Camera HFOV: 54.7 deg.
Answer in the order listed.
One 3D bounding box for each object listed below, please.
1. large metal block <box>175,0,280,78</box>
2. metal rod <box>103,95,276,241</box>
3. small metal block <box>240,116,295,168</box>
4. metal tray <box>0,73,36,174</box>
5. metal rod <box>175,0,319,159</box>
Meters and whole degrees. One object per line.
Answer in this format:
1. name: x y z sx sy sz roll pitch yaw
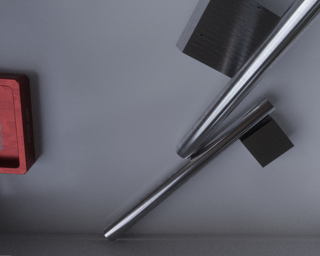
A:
1. large metal block: 0.075 -0.109 0.355 0.080 0.050 0.080 24 108 -15
2. metal rod: 0.033 0.064 0.435 0.300 0.025 0.025 -42 105 13
3. small metal block: 0.143 0.017 0.420 0.050 0.025 0.050 -39 106 12
4. metal tray: -0.217 -0.006 0.403 0.091 0.030 0.129 4 110 -2
5. metal rod: 0.093 -0.055 0.321 0.025 0.025 0.298 25 135 -10
